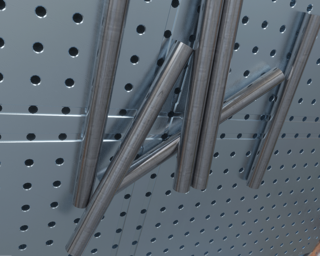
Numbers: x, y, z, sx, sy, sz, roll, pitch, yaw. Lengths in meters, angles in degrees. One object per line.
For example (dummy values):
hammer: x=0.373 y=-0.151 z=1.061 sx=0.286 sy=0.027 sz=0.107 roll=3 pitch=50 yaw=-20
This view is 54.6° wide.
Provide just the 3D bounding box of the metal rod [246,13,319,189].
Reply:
metal rod: x=0.192 y=-0.027 z=0.498 sx=0.025 sy=0.025 sz=0.298 roll=-5 pitch=121 yaw=-26

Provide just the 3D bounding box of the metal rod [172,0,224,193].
metal rod: x=0.048 y=-0.053 z=0.382 sx=0.025 sy=0.025 sz=0.298 roll=-4 pitch=114 yaw=-27

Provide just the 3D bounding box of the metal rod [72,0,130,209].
metal rod: x=-0.069 y=-0.032 z=0.353 sx=0.025 sy=0.025 sz=0.298 roll=1 pitch=118 yaw=-29

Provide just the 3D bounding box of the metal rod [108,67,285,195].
metal rod: x=0.050 y=0.004 z=0.439 sx=0.301 sy=0.025 sz=0.025 roll=-34 pitch=129 yaw=-6

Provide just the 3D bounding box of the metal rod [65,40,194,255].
metal rod: x=-0.042 y=0.032 z=0.388 sx=0.025 sy=0.025 sz=0.299 roll=23 pitch=101 yaw=-36

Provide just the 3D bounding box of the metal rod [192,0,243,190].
metal rod: x=0.072 y=-0.056 z=0.392 sx=0.025 sy=0.025 sz=0.298 roll=-4 pitch=113 yaw=-27
